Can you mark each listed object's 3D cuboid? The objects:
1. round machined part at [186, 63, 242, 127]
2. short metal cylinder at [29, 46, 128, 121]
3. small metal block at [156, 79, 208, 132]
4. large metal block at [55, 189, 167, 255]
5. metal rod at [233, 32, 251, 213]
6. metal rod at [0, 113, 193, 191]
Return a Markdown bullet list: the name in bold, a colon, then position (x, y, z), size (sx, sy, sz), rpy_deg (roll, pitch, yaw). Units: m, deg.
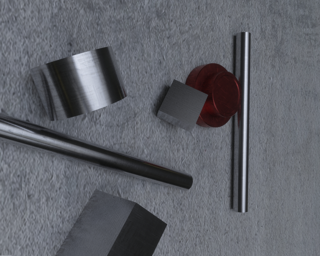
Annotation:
- **round machined part**: position (0.086, -0.050, 0.468), size (0.099, 0.042, 0.097), rpy_deg (0, 90, -40)
- **short metal cylinder**: position (-0.078, -0.044, 0.305), size (0.081, 0.080, 0.050), rpy_deg (-28, 108, -37)
- **small metal block**: position (0.030, -0.030, 0.416), size (0.050, 0.025, 0.050), rpy_deg (25, 70, 0)
- **large metal block**: position (-0.052, 0.118, 0.327), size (0.050, 0.080, 0.080), rpy_deg (44, 63, -32)
- **metal rod**: position (0.138, -0.010, 0.523), size (0.025, 0.025, 0.298), rpy_deg (2, 89, -40)
- **metal rod**: position (-0.072, 0.030, 0.345), size (0.302, 0.025, 0.025), rpy_deg (23, 76, -38)
